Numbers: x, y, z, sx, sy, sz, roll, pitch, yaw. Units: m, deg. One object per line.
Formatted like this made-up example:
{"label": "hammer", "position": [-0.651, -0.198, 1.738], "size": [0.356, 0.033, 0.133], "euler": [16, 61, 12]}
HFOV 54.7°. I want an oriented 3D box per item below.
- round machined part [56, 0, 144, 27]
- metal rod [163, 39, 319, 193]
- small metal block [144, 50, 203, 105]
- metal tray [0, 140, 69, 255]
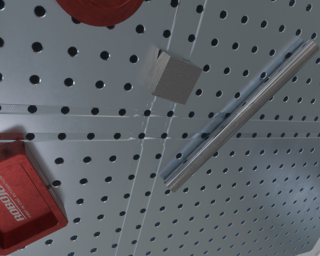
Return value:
{"label": "round machined part", "position": [-0.053, -0.142, 0.283], "size": [0.099, 0.042, 0.097], "euler": [-14, 124, -21]}
{"label": "metal rod", "position": [0.120, -0.016, 0.466], "size": [0.300, 0.025, 0.025], "euler": [-45, 129, 3]}
{"label": "small metal block", "position": [0.017, -0.061, 0.382], "size": [0.050, 0.025, 0.050], "euler": [13, 111, -34]}
{"label": "metal tray", "position": [-0.176, 0.086, 0.364], "size": [0.091, 0.030, 0.129], "euler": [-24, 128, -14]}
